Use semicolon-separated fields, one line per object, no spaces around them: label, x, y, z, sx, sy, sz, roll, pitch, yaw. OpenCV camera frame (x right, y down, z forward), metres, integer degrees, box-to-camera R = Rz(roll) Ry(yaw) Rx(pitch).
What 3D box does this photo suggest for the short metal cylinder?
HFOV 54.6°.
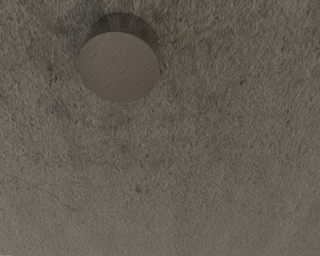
short metal cylinder;-0.041;-0.074;0.328;0.080;0.050;0.080;0;130;0
